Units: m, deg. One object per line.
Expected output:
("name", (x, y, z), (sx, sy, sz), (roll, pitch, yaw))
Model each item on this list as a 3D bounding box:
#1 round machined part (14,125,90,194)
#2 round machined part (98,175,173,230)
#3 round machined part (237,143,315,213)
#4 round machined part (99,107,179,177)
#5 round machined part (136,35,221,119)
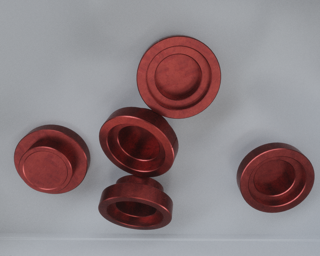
("round machined part", (-0.148, 0.048, 0.418), (0.099, 0.042, 0.097), (0, 110, -1))
("round machined part", (-0.031, 0.099, 0.424), (0.099, 0.042, 0.097), (5, 140, 4))
("round machined part", (0.155, 0.064, 0.428), (0.099, 0.042, 0.097), (0, 110, -1))
("round machined part", (-0.023, 0.013, 0.394), (0.098, 0.042, 0.097), (11, 130, 14))
("round machined part", (0.022, -0.064, 0.379), (0.099, 0.042, 0.097), (0, 110, -1))
